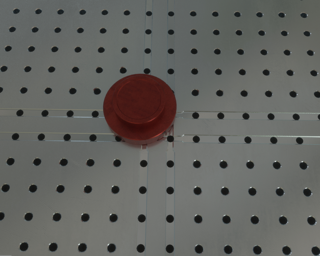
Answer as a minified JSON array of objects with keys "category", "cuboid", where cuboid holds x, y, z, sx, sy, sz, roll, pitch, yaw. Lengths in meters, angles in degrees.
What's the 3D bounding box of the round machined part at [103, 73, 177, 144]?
[{"category":"round machined part","cuboid":[-0.027,-0.030,0.414,0.099,0.042,0.098,0,70,0]}]
